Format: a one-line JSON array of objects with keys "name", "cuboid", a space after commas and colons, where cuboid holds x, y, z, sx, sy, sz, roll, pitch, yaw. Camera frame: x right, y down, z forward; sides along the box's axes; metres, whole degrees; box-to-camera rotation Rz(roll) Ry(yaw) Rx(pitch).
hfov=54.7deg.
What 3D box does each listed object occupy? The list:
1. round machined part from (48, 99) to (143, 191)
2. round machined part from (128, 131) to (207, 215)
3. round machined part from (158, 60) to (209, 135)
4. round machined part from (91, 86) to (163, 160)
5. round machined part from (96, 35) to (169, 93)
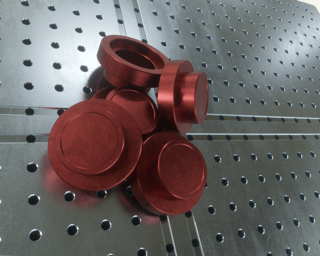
[{"name": "round machined part", "cuboid": [-0.068, 0.016, 0.321, 0.099, 0.042, 0.098, 0, 78, 2]}, {"name": "round machined part", "cuboid": [0.016, 0.051, 0.360, 0.099, 0.042, 0.098, 12, 67, -31]}, {"name": "round machined part", "cuboid": [0.036, -0.040, 0.404, 0.042, 0.098, 0.098, 4, 49, 23]}, {"name": "round machined part", "cuboid": [-0.041, -0.013, 0.383, 0.099, 0.042, 0.098, 14, 56, -21]}, {"name": "round machined part", "cuboid": [-0.037, -0.081, 0.414, 0.099, 0.042, 0.098, 19, 33, -13]}]
